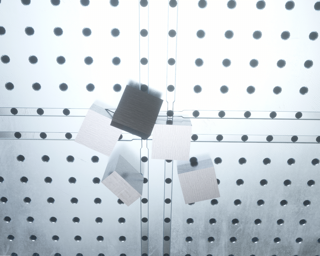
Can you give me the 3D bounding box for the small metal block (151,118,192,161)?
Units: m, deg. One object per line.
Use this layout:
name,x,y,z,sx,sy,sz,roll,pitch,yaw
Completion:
small metal block,0.015,0.015,0.419,0.050,0.025,0.050,3,110,-2

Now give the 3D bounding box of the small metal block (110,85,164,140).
small metal block,-0.029,-0.019,0.393,0.050,0.025,0.050,22,72,-8

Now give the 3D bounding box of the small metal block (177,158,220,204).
small metal block,0.055,0.076,0.442,0.050,0.025,0.050,-13,110,4

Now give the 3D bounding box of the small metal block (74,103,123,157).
small metal block,-0.079,0.003,0.414,0.050,0.025,0.050,26,108,-9

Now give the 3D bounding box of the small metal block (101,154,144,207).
small metal block,-0.050,0.071,0.426,0.025,0.050,0.050,-40,105,13
